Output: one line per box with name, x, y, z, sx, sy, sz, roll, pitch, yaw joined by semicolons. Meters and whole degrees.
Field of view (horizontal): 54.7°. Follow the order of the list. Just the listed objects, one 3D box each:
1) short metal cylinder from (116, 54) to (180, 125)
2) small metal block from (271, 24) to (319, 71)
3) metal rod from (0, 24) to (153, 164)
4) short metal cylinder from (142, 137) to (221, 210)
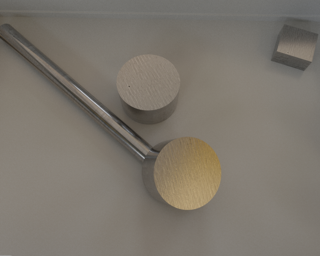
short metal cylinder;-0.015;-0.050;0.415;0.081;0.050;0.080;0;70;0
small metal block;0.198;-0.118;0.455;0.050;0.025;0.050;19;71;6
metal rod;-0.118;-0.050;0.426;0.300;0.025;0.025;40;75;13
short metal cylinder;0.024;0.052;0.364;0.081;0.050;0.080;2;83;-18
